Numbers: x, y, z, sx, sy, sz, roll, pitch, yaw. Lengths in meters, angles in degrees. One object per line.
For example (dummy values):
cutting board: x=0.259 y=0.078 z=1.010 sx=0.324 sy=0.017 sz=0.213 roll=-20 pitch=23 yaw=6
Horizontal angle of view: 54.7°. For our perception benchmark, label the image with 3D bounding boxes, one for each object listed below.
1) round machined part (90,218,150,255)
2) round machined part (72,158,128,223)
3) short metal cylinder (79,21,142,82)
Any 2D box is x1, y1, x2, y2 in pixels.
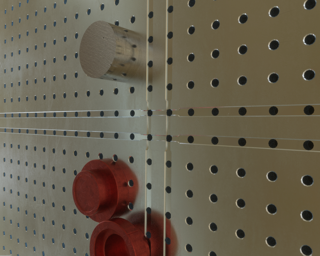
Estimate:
round machined part: x=-0.053 y=0.177 z=0.442 sx=0.098 sy=0.042 sz=0.097 roll=0 pitch=90 yaw=40
round machined part: x=-0.099 y=0.098 z=0.480 sx=0.098 sy=0.042 sz=0.097 roll=0 pitch=90 yaw=40
short metal cylinder: x=-0.073 y=-0.110 z=0.453 sx=0.080 sy=0.050 sz=0.080 roll=0 pitch=90 yaw=40
